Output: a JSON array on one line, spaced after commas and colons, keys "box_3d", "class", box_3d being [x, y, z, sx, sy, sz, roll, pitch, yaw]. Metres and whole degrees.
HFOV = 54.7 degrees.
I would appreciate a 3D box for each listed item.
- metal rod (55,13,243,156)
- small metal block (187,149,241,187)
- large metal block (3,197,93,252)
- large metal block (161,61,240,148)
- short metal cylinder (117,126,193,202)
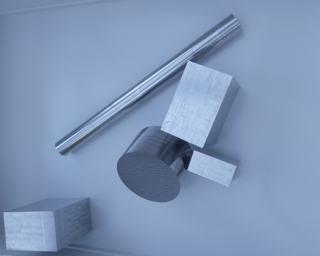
[{"box_3d": [-0.026, -0.049, 0.418, 0.300, 0.025, 0.025, -34, 80, 16], "class": "metal rod"}, {"box_3d": [0.066, 0.045, 0.373, 0.050, 0.050, 0.025, 20, 97, 18], "class": "small metal block"}, {"box_3d": [-0.154, 0.132, 0.434, 0.080, 0.080, 0.050, -7, 88, 19], "class": "large metal block"}, {"box_3d": [0.051, -0.025, 0.363, 0.050, 0.080, 0.080, 24, 98, 18], "class": "large metal block"}, {"box_3d": [-0.005, 0.044, 0.378, 0.080, 0.050, 0.079, 14, 130, 17], "class": "short metal cylinder"}]
